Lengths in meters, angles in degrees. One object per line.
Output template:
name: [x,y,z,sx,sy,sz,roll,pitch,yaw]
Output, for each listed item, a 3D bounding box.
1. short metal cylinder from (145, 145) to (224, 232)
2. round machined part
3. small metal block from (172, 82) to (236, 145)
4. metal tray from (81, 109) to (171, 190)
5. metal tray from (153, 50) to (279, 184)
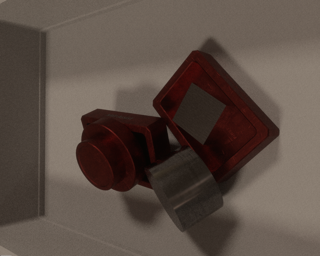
short metal cylinder: [0.025,0.066,0.341,0.080,0.050,0.080,56,166,21]
round machined part: [-0.068,0.039,0.392,0.098,0.042,0.097,22,127,32]
small metal block: [0.049,-0.016,0.348,0.050,0.025,0.050,40,114,32]
metal tray: [-0.045,0.026,0.416,0.130,0.030,0.089,9,120,39]
metal tray: [0.057,-0.013,0.355,0.090,0.030,0.130,-49,61,28]
